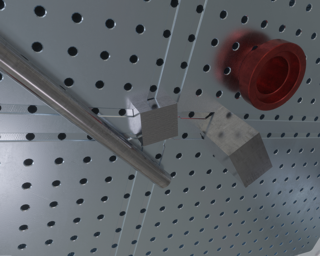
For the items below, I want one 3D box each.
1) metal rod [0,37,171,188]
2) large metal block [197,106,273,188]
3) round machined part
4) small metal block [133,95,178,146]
[{"bbox_3d":[-0.077,-0.001,0.367,0.025,0.025,0.300,-44,129,2],"label":"metal rod"},{"bbox_3d":[0.108,0.027,0.451,0.050,0.080,0.080,-38,129,-3],"label":"large metal block"},{"bbox_3d":[0.152,-0.077,0.435,0.099,0.042,0.097,-14,124,-21],"label":"round machined part"},{"bbox_3d":[-0.005,-0.010,0.403,0.050,0.025,0.050,-16,125,-19],"label":"small metal block"}]
